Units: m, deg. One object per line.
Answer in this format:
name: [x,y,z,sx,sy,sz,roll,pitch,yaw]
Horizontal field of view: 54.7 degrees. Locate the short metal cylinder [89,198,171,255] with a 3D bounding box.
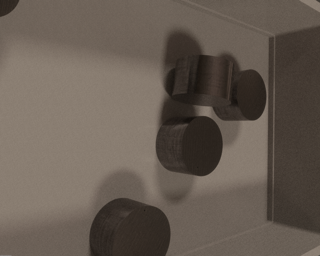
short metal cylinder: [-0.034,0.127,0.364,0.081,0.050,0.079,0,90,-40]

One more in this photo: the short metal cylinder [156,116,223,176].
short metal cylinder: [0.041,0.024,0.427,0.081,0.050,0.079,0,90,-40]

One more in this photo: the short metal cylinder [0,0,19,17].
short metal cylinder: [-0.158,-0.123,0.239,0.080,0.050,0.079,-1,90,-65]

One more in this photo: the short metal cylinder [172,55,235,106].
short metal cylinder: [0.059,-0.062,0.422,0.081,0.080,0.050,12,83,-40]

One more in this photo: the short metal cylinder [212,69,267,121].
short metal cylinder: [0.128,-0.051,0.500,0.081,0.050,0.079,0,90,-40]
